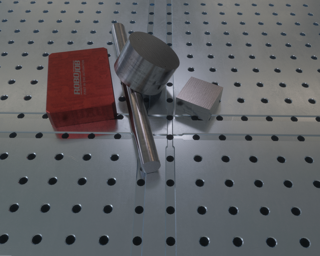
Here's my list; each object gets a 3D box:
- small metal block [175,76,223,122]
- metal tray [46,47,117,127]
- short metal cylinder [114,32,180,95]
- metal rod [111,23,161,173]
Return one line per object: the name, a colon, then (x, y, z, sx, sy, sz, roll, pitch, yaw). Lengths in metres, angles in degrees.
small metal block: (0.056, -0.042, 0.444, 0.050, 0.025, 0.050, 23, 54, 18)
metal tray: (-0.116, -0.065, 0.458, 0.091, 0.030, 0.130, -9, 51, -8)
short metal cylinder: (-0.019, -0.093, 0.448, 0.080, 0.050, 0.080, 23, 39, -19)
metal rod: (-0.043, -0.066, 0.462, 0.025, 0.025, 0.300, -9, 51, -8)
